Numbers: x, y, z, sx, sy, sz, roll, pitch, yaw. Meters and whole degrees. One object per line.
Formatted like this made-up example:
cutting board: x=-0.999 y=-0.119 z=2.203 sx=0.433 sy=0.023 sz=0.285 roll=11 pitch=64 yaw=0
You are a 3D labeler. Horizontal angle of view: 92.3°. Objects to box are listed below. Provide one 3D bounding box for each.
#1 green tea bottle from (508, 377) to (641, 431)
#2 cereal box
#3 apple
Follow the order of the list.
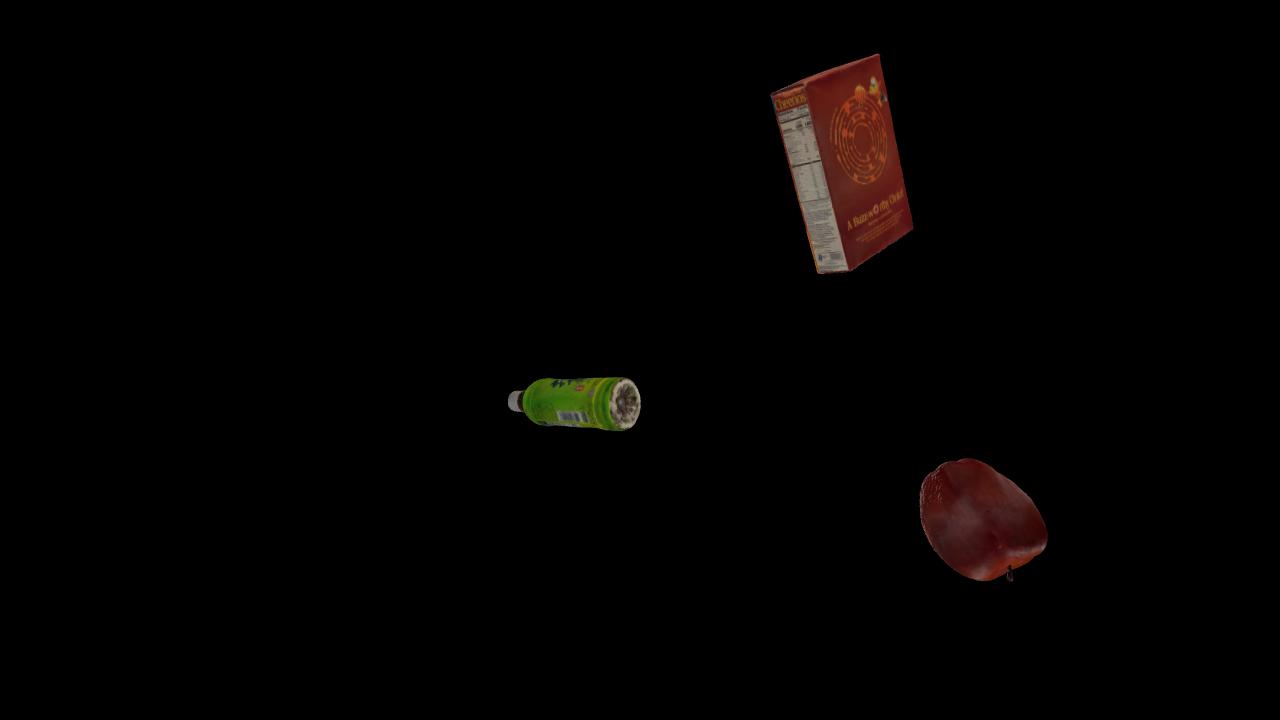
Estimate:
green tea bottle: x=-0.101 y=0.059 z=0.847 sx=0.212 sy=0.073 sz=0.073 roll=-2 pitch=-1 yaw=35
cereal box: x=0.344 y=-0.323 z=1.022 sx=0.203 sy=0.306 sz=0.081 roll=-33 pitch=22 yaw=-29
apple: x=0.260 y=0.124 z=0.474 sx=0.079 sy=0.093 sz=0.079 roll=-13 pitch=-36 yaw=-10
